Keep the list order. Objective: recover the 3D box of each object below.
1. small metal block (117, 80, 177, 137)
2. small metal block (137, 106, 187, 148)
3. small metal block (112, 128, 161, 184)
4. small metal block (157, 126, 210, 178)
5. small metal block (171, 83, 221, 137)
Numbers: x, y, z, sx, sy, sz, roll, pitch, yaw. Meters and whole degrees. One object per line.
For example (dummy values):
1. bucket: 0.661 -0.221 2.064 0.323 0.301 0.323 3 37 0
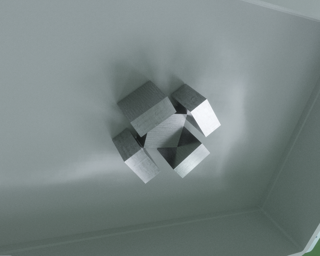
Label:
1. small metal block: -0.017 -0.024 0.366 0.050 0.050 0.025 -36 128 -4
2. small metal block: 0.002 -0.002 0.406 0.050 0.025 0.050 1 118 -29
3. small metal block: -0.030 0.035 0.395 0.025 0.050 0.050 -38 129 -2
4. small metal block: 0.031 0.032 0.426 0.050 0.050 0.025 -43 130 0
5. small metal block: 0.046 -0.023 0.400 0.025 0.050 0.050 -39 130 -3
